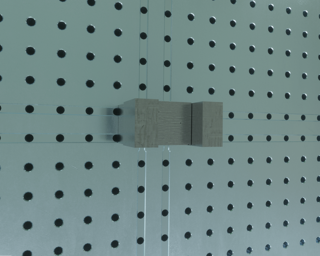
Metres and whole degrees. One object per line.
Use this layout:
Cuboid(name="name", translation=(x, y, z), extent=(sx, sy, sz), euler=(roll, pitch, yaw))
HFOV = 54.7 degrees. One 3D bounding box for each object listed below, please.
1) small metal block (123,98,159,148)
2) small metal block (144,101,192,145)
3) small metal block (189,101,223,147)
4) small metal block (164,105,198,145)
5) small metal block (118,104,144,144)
Cuboid(name="small metal block", translation=(-0.022, -0.005, 0.338), extent=(0.025, 0.050, 0.050), euler=(1, 90, -20))
Cuboid(name="small metal block", translation=(0.009, -0.005, 0.364), extent=(0.050, 0.025, 0.050), euler=(1, 90, -21))
Cuboid(name="small metal block", translation=(0.050, -0.004, 0.364), extent=(0.025, 0.050, 0.050), euler=(1, 90, -20))
Cuboid(name="small metal block", translation=(0.027, -0.004, 0.410), extent=(0.025, 0.050, 0.050), euler=(-1, 91, -20))
Cuboid(name="small metal block", translation=(-0.034, -0.005, 0.387), extent=(0.025, 0.050, 0.050), euler=(1, 90, -20))
